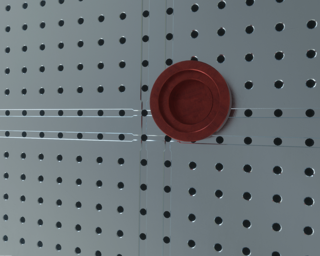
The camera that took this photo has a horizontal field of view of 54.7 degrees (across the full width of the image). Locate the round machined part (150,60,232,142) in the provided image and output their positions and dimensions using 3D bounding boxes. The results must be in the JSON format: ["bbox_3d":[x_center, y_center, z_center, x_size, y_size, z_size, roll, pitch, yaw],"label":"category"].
[{"bbox_3d":[0.040,-0.032,0.389,0.098,0.042,0.097,0,90,19],"label":"round machined part"}]
